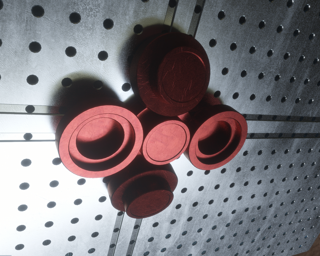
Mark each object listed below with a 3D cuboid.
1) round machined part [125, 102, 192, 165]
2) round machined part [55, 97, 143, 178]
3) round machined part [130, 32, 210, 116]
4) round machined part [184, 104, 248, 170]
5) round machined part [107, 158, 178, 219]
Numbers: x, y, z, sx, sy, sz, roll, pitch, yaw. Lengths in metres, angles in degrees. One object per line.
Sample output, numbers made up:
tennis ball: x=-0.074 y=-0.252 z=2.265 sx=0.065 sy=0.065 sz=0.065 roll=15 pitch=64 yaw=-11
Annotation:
round machined part: x=0.000 y=0.009 z=0.406 sx=0.099 sy=0.042 sz=0.097 roll=-14 pitch=125 yaw=-21
round machined part: x=-0.073 y=0.008 z=0.366 sx=0.099 sy=0.042 sz=0.097 roll=-14 pitch=125 yaw=-21
round machined part: x=0.018 y=-0.061 z=0.359 sx=0.099 sy=0.042 sz=0.097 roll=-8 pitch=107 yaw=-25
round machined part: x=0.074 y=0.009 z=0.448 sx=0.099 sy=0.042 sz=0.097 roll=-14 pitch=125 yaw=-21
round machined part: x=-0.020 y=0.090 z=0.431 sx=0.099 sy=0.042 sz=0.097 roll=-15 pitch=139 yaw=-14
